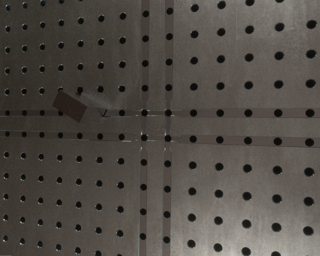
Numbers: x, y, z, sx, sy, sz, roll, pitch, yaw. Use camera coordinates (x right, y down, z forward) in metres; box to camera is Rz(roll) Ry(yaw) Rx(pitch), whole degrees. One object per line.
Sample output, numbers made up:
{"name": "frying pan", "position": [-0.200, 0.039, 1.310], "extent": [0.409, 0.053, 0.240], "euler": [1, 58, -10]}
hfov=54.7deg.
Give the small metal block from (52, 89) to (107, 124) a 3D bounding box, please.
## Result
{"name": "small metal block", "position": [-0.113, -0.029, 0.438], "extent": [0.050, 0.050, 0.025], "euler": [30, 100, 17]}
